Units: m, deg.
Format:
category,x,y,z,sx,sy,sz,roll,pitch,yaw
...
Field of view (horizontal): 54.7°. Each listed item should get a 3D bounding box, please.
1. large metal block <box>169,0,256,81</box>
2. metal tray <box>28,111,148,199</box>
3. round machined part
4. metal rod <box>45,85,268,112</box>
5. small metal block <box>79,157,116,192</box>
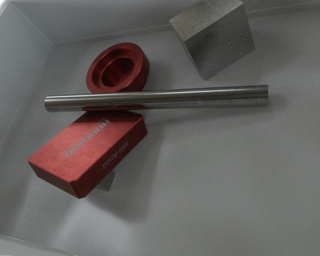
category,x,y,z,sx,sy,sz,roll,pitch,yaw
large metal block,0.070,-0.122,0.408,0.080,0.080,0.050,-32,52,7
metal tray,-0.090,0.022,0.403,0.090,0.030,0.131,16,46,34
round machined part,-0.059,-0.079,0.473,0.098,0.042,0.098,-13,56,20
metal rod,-0.017,-0.037,0.408,0.301,0.025,0.025,-1,61,17
small metal block,-0.095,0.059,0.402,0.050,0.050,0.025,5,65,30
